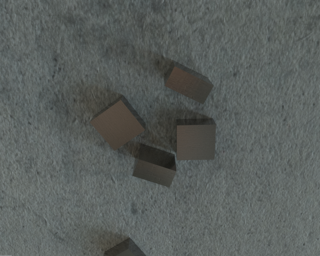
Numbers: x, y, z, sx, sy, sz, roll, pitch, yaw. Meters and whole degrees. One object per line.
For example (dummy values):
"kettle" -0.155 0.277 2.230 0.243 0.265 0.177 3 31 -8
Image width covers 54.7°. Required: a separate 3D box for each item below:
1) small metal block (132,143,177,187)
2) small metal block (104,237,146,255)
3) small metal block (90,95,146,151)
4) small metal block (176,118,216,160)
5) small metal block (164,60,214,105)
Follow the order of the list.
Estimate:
"small metal block" -0.007 0.049 0.414 0.050 0.050 0.025 19 109 -7
"small metal block" -0.054 0.209 0.486 0.050 0.025 0.050 -33 107 11
"small metal block" -0.054 -0.007 0.407 0.050 0.025 0.050 -34 107 11
"small metal block" 0.047 0.015 0.416 0.050 0.025 0.050 -1 110 0
"small metal block" 0.033 -0.057 0.376 0.050 0.050 0.025 25 108 -9
